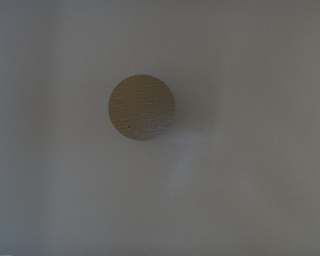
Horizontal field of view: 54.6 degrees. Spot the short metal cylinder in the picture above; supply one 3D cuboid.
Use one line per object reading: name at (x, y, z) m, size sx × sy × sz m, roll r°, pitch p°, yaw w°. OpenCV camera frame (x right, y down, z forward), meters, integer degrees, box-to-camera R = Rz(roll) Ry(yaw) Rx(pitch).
short metal cylinder at (-0.022, -0.025, 0.397) m, size 0.080 × 0.050 × 0.080 m, roll 0°, pitch 90°, yaw 0°
